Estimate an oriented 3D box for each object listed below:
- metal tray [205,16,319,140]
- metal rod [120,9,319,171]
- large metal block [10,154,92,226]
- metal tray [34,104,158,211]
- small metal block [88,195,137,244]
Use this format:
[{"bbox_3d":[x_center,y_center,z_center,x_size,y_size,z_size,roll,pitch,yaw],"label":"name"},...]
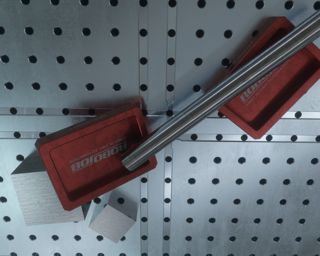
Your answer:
[{"bbox_3d":[0.132,-0.060,0.389,0.090,0.030,0.130,37,106,-13],"label":"metal tray"},{"bbox_3d":[0.076,-0.042,0.365,0.300,0.025,0.025,-36,106,12],"label":"metal rod"},{"bbox_3d":[-0.146,0.084,0.430,0.080,0.050,0.079,-6,110,2],"label":"large metal block"},{"bbox_3d":[-0.075,0.033,0.389,0.131,0.030,0.089,-24,111,-23],"label":"metal tray"},{"bbox_3d":[-0.070,0.136,0.463,0.050,0.025,0.050,36,106,-12],"label":"small metal block"}]
